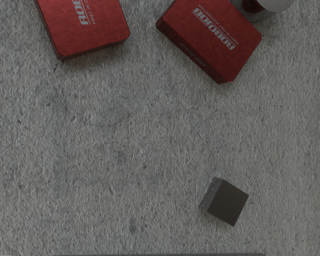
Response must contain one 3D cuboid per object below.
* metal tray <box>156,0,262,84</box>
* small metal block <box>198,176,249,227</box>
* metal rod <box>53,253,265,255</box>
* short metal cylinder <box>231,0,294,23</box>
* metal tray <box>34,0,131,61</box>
[{"bbox_3d":[0.071,-0.136,0.434,0.130,0.030,0.090,39,77,-16],"label":"metal tray"},{"bbox_3d":[0.092,0.105,0.445,0.050,0.025,0.050,33,79,-18],"label":"small metal block"},{"bbox_3d":[0.013,0.182,0.415,0.302,0.025,0.025,8,87,-20],"label":"metal rod"},{"bbox_3d":[0.149,-0.201,0.452,0.081,0.050,0.079,0,90,-21],"label":"short metal cylinder"},{"bbox_3d":[-0.101,-0.156,0.369,0.091,0.030,0.129,-23,98,-19],"label":"metal tray"}]
